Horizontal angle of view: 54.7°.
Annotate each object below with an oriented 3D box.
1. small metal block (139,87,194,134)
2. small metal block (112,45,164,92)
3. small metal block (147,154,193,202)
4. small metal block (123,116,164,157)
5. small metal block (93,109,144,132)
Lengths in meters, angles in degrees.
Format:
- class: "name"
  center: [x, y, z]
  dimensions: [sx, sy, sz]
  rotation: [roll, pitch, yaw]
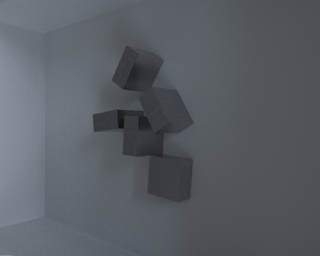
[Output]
- class: "small metal block"
  center: [0.008, -0.021, 0.382]
  dimensions: [0.025, 0.050, 0.050]
  rotation: [-38, 67, 33]
- class: "small metal block"
  center: [-0.029, -0.077, 0.412]
  dimensions: [0.025, 0.050, 0.050]
  rotation: [40, 114, 32]
- class: "small metal block"
  center: [0.013, 0.062, 0.395]
  dimensions: [0.050, 0.025, 0.050]
  rotation: [7, 94, 39]
- class: "small metal block"
  center: [-0.021, 0.010, 0.406]
  dimensions: [0.025, 0.050, 0.050]
  rotation: [5, 93, 40]
- class: "small metal block"
  center: [-0.058, -0.009, 0.436]
  dimensions: [0.050, 0.050, 0.025]
  rotation: [-8, 85, 39]
